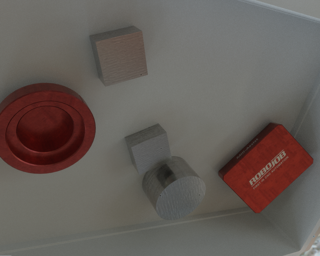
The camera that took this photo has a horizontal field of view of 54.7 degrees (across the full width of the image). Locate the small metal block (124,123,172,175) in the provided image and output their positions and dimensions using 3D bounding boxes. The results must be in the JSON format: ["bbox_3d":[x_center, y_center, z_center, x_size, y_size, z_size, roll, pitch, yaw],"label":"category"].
[{"bbox_3d":[-0.015,0.029,0.420,0.050,0.025,0.050,-23,127,-15],"label":"small metal block"}]

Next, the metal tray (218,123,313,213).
[{"bbox_3d":[0.175,0.066,0.517,0.130,0.030,0.090,-44,98,2],"label":"metal tray"}]

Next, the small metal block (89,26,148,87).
[{"bbox_3d":[-0.044,-0.079,0.337,0.050,0.025,0.050,-19,126,-18],"label":"small metal block"}]

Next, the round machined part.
[{"bbox_3d":[-0.122,-0.003,0.330,0.099,0.042,0.097,-14,125,-21],"label":"round machined part"}]

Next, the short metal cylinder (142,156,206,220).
[{"bbox_3d":[0.020,0.089,0.461,0.081,0.050,0.079,-14,125,-21],"label":"short metal cylinder"}]
